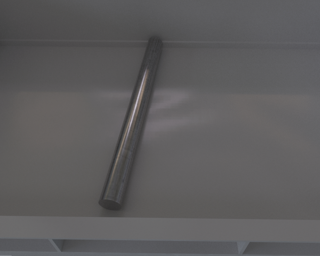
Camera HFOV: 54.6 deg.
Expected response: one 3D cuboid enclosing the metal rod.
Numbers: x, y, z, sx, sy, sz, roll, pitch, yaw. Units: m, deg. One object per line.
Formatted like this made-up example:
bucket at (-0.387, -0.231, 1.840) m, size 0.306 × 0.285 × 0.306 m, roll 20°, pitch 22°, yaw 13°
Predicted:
metal rod at (-0.031, -0.030, 0.430) m, size 0.025 × 0.025 × 0.300 m, roll 7°, pitch 50°, yaw 6°
